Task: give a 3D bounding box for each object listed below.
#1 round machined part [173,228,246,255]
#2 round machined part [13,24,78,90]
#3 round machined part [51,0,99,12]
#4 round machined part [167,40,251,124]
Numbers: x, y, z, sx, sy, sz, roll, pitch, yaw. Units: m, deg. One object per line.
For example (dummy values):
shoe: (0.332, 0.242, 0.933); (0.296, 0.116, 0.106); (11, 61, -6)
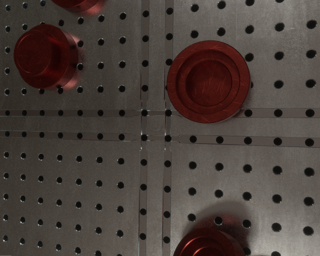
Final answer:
round machined part: (0.062, 0.171, 0.365); (0.098, 0.042, 0.098); (-27, 48, 35)
round machined part: (-0.177, -0.108, 0.464); (0.098, 0.042, 0.097); (0, 90, 19)
round machined part: (-0.129, -0.223, 0.447); (0.098, 0.042, 0.097); (0, 90, 19)
round machined part: (0.061, -0.054, 0.382); (0.098, 0.042, 0.097); (0, 90, 19)
